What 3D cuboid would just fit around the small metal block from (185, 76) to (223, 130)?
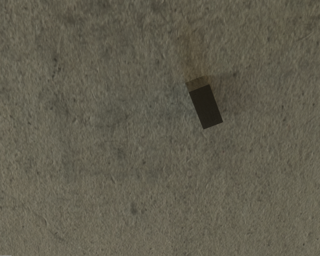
[{"bbox_3d":[0.054,-0.033,0.385,0.025,0.050,0.050,-21,109,7],"label":"small metal block"}]
